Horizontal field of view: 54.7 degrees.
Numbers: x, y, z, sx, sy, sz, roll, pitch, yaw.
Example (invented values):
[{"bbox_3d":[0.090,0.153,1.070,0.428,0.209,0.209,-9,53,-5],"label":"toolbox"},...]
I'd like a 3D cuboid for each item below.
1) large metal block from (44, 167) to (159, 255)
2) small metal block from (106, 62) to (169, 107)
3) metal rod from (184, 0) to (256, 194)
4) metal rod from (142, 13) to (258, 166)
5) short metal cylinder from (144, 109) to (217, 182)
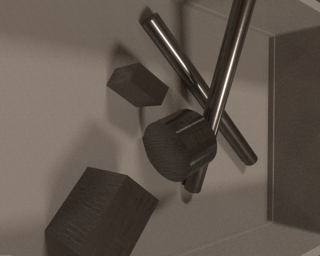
[{"bbox_3d":[-0.061,0.091,0.322,0.050,0.080,0.080,46,63,-31],"label":"large metal block"},{"bbox_3d":[-0.027,-0.050,0.370,0.050,0.050,0.025,36,68,-35],"label":"small metal block"},{"bbox_3d":[0.076,-0.047,0.396,0.025,0.025,0.298,-8,119,-40],"label":"metal rod"},{"bbox_3d":[0.073,-0.042,0.470,0.300,0.025,0.025,49,61,-29],"label":"metal rod"},{"bbox_3d":[0.025,0.021,0.394,0.050,0.080,0.080,-26,107,-37],"label":"short metal cylinder"}]
